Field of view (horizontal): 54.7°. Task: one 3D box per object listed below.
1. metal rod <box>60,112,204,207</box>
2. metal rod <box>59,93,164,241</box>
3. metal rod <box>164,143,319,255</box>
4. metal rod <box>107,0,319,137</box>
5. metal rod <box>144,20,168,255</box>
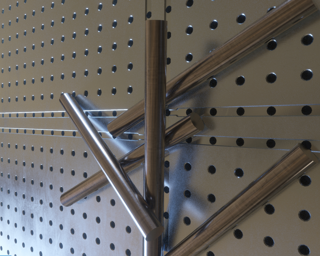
[{"bbox_3d":[-0.059,0.059,0.455,0.299,0.025,0.025,-33,70,34],"label":"metal rod"},{"bbox_3d":[-0.085,0.035,0.448,0.300,0.025,0.025,47,118,39],"label":"metal rod"},{"bbox_3d":[0.055,0.124,0.362,0.298,0.025,0.025,-50,61,28],"label":"metal rod"},{"bbox_3d":[0.037,-0.060,0.377,0.299,0.025,0.025,-30,71,35],"label":"metal rod"},{"bbox_3d":[-0.006,0.025,0.380,0.025,0.025,0.298,12,108,39],"label":"metal rod"}]
